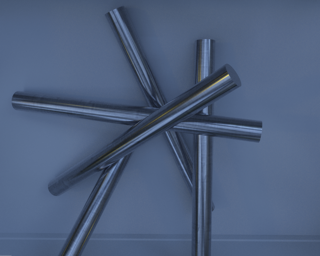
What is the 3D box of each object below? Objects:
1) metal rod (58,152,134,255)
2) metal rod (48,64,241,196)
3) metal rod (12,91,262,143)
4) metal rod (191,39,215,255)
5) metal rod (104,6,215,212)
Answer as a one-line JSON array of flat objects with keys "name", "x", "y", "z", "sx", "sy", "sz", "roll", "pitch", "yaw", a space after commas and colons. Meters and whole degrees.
[{"name": "metal rod", "x": -0.104, "y": 0.142, "z": 0.379, "sx": 0.025, "sy": 0.025, "sz": 0.300, "roll": 29, "pitch": 75, "yaw": -10}, {"name": "metal rod", "x": -0.040, "y": 0.018, "z": 0.365, "sx": 0.299, "sy": 0.025, "sz": 0.025, "roll": -32, "pitch": 108, "yaw": 31}, {"name": "metal rod", "x": -0.035, "y": -0.015, "z": 0.372, "sx": 0.301, "sy": 0.025, "sz": 0.025, "roll": 8, "pitch": 111, "yaw": 10}, {"name": "metal rod", "x": 0.054, "y": 0.043, "z": 0.388, "sx": 0.025, "sy": 0.025, "sz": 0.298, "roll": 0, "pitch": 95, "yaw": 0}, {"name": "metal rod", "x": 0.008, "y": -0.009, "z": 0.407, "sx": 0.025, "sy": 0.025, "sz": 0.299, "roll": -23, "pitch": 109, "yaw": 8}]
